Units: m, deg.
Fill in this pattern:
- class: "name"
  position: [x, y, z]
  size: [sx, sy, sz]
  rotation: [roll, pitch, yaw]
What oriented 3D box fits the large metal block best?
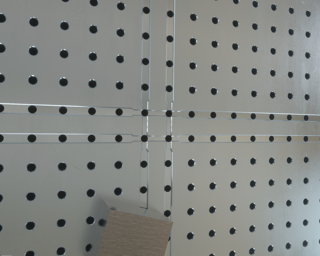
- class: "large metal block"
  position: [-0.039, 0.142, 0.385]
  size: [0.080, 0.050, 0.080]
  rotation: [18, 84, -19]
